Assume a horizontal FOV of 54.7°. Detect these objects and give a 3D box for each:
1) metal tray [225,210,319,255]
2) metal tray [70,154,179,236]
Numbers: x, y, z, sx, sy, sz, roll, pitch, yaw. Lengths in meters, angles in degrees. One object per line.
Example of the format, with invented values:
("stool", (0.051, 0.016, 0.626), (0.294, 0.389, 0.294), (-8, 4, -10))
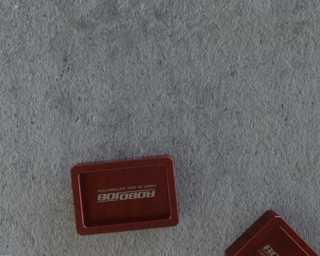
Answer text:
("metal tray", (0.163, 0.186, 0.408), (0.090, 0.030, 0.130), (-44, 90, 0))
("metal tray", (-0.044, 0.086, 0.406), (0.131, 0.030, 0.089), (-6, 90, 0))
